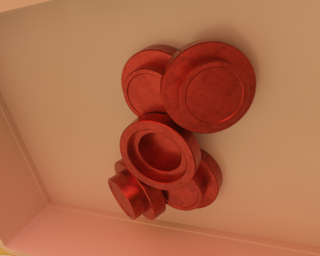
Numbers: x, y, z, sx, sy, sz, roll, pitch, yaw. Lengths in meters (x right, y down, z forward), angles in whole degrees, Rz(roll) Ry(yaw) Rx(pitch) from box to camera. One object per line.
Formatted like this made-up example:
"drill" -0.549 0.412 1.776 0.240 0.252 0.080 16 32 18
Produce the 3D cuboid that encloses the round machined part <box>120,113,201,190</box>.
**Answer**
"round machined part" 0.004 0.025 0.380 0.098 0.042 0.097 13 124 20

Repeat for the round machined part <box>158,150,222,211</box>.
"round machined part" 0.032 0.074 0.423 0.098 0.042 0.097 13 124 20

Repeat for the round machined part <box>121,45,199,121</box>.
"round machined part" -0.004 -0.045 0.368 0.098 0.042 0.097 13 124 20

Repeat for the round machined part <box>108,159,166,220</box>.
"round machined part" -0.038 0.091 0.443 0.098 0.042 0.097 43 151 32

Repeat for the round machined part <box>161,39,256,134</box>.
"round machined part" 0.051 -0.039 0.317 0.099 0.042 0.097 -2 112 -5
